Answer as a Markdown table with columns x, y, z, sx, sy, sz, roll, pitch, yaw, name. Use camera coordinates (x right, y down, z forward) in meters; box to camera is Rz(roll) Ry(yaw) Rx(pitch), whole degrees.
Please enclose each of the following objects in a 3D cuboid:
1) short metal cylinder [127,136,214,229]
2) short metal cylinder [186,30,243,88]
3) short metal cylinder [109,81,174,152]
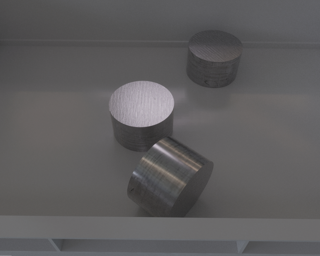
| x | y | z | sx | sy | sz | roll | pitch | yaw | name |
| --- | --- | --- | --- | --- | --- | --- | --- | --- | --- |
| 0.012 | 0.056 | 0.323 | 0.050 | 0.080 | 0.080 | 32 | 57 | 24 | short metal cylinder |
| 0.083 | -0.107 | 0.479 | 0.080 | 0.050 | 0.080 | 0 | 50 | 0 | short metal cylinder |
| -0.023 | -0.016 | 0.402 | 0.080 | 0.050 | 0.080 | 0 | 50 | 0 | short metal cylinder |
